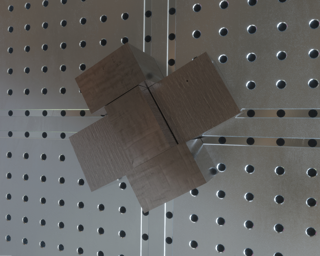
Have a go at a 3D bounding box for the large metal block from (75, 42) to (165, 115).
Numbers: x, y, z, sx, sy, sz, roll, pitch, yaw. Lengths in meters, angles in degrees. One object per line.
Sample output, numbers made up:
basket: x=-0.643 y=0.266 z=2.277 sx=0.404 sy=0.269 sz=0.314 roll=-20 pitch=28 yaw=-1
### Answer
large metal block: x=-0.046 y=-0.057 z=0.399 sx=0.080 sy=0.080 sz=0.050 roll=-30 pitch=80 yaw=18

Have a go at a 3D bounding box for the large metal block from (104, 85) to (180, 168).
large metal block: x=-0.013 y=-0.002 z=0.388 sx=0.050 sy=0.080 sz=0.080 roll=-30 pitch=80 yaw=18

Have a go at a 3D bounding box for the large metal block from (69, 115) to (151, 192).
large metal block: x=-0.064 y=0.031 z=0.423 sx=0.080 sy=0.050 sz=0.080 roll=-28 pitch=80 yaw=18

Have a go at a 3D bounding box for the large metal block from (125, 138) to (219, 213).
large metal block: x=0.018 y=0.055 z=0.377 sx=0.080 sy=0.080 sz=0.050 roll=-30 pitch=80 yaw=17

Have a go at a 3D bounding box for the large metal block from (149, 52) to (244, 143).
large metal block: x=0.046 y=-0.034 z=0.383 sx=0.080 sy=0.050 sz=0.080 roll=-30 pitch=82 yaw=17
